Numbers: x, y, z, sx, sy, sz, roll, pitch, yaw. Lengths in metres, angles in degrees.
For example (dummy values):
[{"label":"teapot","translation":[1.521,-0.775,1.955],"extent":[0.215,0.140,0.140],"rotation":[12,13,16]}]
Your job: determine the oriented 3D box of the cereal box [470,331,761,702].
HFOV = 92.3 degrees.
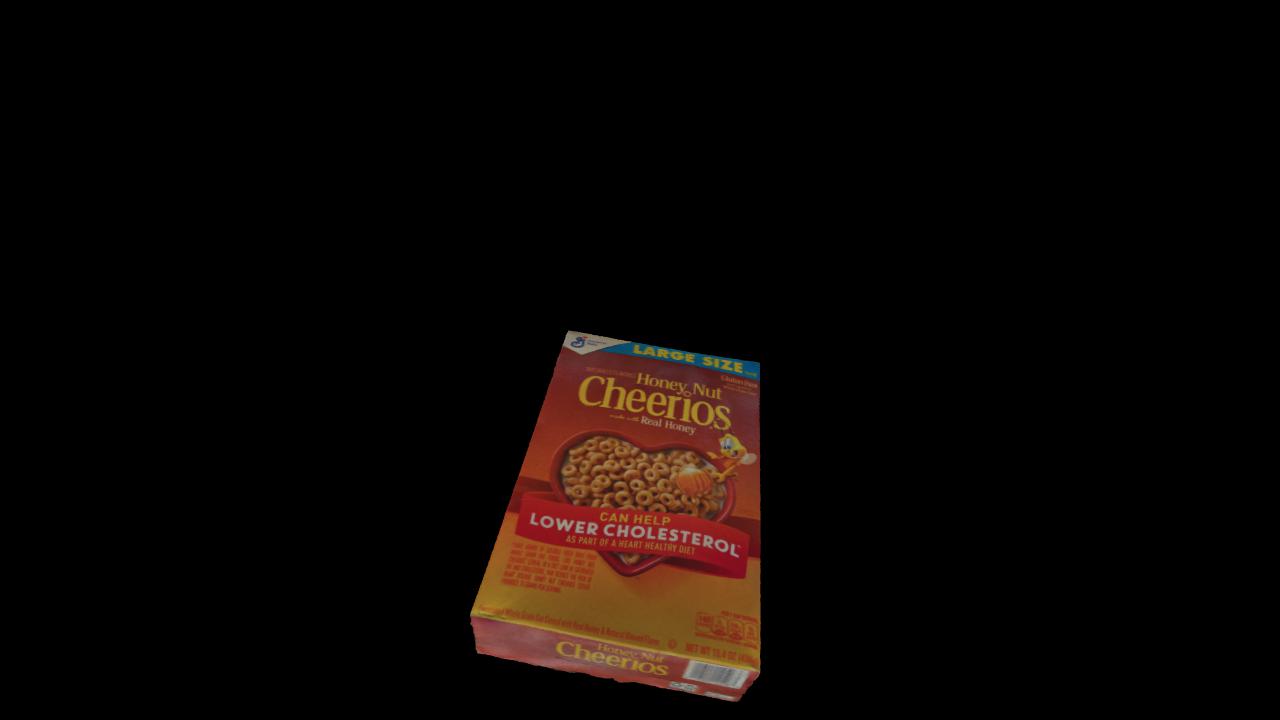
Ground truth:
[{"label":"cereal box","translation":[0.000,0.109,0.538],"extent":[0.203,0.081,0.306],"rotation":[11,44,1]}]
